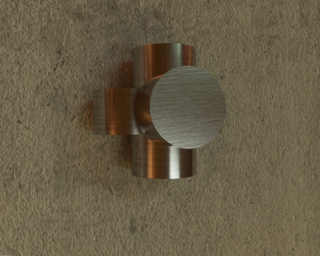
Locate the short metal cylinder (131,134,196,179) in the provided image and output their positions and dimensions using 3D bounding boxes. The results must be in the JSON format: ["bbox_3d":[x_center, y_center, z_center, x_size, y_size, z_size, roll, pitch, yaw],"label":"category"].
[{"bbox_3d":[0.005,0.031,0.384,0.081,0.080,0.050,0,90,-20],"label":"short metal cylinder"}]

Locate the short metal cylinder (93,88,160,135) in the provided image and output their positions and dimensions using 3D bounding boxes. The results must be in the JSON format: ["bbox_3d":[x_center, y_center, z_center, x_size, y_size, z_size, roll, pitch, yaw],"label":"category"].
[{"bbox_3d":[-0.038,-0.018,0.368,0.081,0.080,0.050,-1,91,-20],"label":"short metal cylinder"}]

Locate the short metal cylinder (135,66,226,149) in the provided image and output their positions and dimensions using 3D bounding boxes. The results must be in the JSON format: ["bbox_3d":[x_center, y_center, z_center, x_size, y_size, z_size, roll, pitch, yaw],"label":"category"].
[{"bbox_3d":[0.020,-0.020,0.320,0.081,0.050,0.079,0,90,-21],"label":"short metal cylinder"}]

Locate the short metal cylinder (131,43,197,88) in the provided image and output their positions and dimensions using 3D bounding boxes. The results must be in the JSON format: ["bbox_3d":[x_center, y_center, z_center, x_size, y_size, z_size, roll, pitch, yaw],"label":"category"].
[{"bbox_3d":[0.005,-0.070,0.384,0.081,0.080,0.050,-2,91,-20],"label":"short metal cylinder"}]

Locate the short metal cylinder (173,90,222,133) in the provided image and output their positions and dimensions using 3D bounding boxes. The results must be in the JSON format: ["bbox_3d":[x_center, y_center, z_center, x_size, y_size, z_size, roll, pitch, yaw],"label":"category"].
[{"bbox_3d":[0.039,-0.019,0.396,0.081,0.080,0.050,0,91,-20],"label":"short metal cylinder"}]
